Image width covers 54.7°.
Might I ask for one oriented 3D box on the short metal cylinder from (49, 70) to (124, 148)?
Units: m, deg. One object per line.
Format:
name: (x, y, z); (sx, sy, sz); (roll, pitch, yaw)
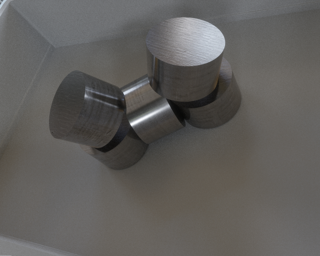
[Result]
short metal cylinder: (-0.087, -0.021, 0.361); (0.080, 0.050, 0.080); (-20, 61, 42)

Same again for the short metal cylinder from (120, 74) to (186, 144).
short metal cylinder: (-0.009, -0.027, 0.388); (0.050, 0.080, 0.080); (-26, 53, 12)

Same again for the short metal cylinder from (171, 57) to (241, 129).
short metal cylinder: (0.055, -0.046, 0.386); (0.080, 0.050, 0.080); (-13, 56, 20)

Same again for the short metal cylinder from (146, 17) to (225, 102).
short metal cylinder: (0.026, -0.075, 0.335); (0.081, 0.050, 0.080); (0, 53, 0)

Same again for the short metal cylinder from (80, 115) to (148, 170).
short metal cylinder: (-0.061, 0.009, 0.412); (0.080, 0.050, 0.080); (-13, 56, 20)
